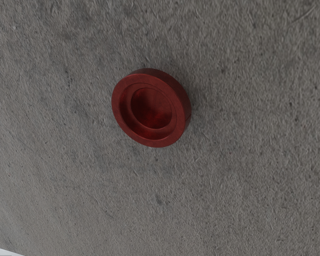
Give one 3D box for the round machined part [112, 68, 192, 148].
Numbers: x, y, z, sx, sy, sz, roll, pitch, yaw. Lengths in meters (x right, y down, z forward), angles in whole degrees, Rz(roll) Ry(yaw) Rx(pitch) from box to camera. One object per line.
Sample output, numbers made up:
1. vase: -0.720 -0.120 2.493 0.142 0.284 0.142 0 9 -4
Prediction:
1. round machined part: -0.007 -0.028 0.383 0.098 0.042 0.097 13 124 21
